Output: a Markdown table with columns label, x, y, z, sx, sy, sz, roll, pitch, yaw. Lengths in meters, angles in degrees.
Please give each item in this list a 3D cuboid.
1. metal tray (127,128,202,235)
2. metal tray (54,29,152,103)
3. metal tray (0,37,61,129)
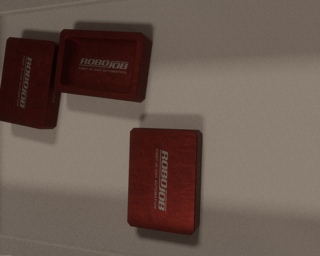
| label | x | y | z | sx | sy | sz | roll | pitch | yaw |
| --- | --- | --- | --- | --- | --- | --- | --- | --- | --- |
| metal tray | 0.006 | 0.066 | 0.405 | 0.090 | 0.030 | 0.129 | 2 | 91 | 19 |
| metal tray | -0.082 | -0.088 | 0.435 | 0.130 | 0.030 | 0.089 | 9 | 93 | 19 |
| metal tray | -0.198 | -0.069 | 0.476 | 0.090 | 0.030 | 0.129 | 10 | 93 | 19 |
